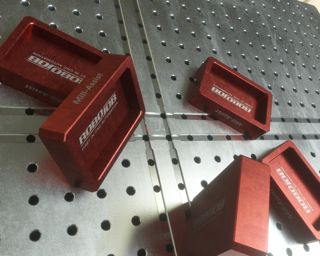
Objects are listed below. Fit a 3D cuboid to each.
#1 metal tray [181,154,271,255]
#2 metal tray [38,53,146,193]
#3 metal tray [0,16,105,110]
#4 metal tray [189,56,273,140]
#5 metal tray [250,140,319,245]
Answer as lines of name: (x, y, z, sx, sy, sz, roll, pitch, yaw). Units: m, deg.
metal tray: (0.062, 0.096, 0.315, 0.030, 0.129, 0.090, 21, 53, -5)
metal tray: (-0.063, -0.008, 0.336, 0.030, 0.090, 0.130, 11, 49, 22)
metal tray: (-0.123, -0.074, 0.384, 0.131, 0.030, 0.090, 24, 53, -14)
metal tray: (0.118, -0.049, 0.500, 0.131, 0.030, 0.090, 28, 52, -11)
metal tray: (0.202, 0.091, 0.460, 0.091, 0.030, 0.130, -25, 75, -37)
